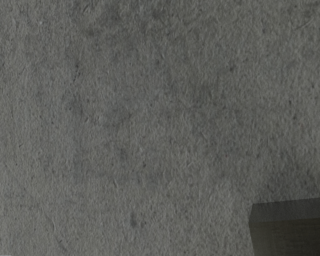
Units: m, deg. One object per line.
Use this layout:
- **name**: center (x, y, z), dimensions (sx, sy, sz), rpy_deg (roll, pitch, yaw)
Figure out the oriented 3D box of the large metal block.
- **large metal block**: center (0.142, 0.111, 0.330), dimensions (0.080, 0.080, 0.050), rpy_deg (-11, 87, 19)
